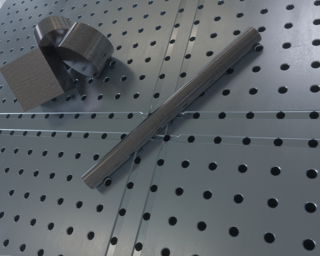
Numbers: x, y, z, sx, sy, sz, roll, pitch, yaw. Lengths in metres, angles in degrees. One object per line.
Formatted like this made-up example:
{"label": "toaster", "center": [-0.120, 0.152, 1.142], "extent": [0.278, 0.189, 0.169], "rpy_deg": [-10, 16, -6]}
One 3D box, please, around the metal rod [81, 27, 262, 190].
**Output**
{"label": "metal rod", "center": [0.016, -0.027, 0.416], "extent": [0.300, 0.025, 0.025], "rpy_deg": [-42, 51, -1]}

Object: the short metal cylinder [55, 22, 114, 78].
{"label": "short metal cylinder", "center": [-0.125, -0.129, 0.517], "extent": [0.080, 0.080, 0.050], "rpy_deg": [16, 70, 34]}

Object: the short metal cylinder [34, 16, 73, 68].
{"label": "short metal cylinder", "center": [-0.183, -0.156, 0.565], "extent": [0.080, 0.080, 0.050], "rpy_deg": [-36, 51, 5]}

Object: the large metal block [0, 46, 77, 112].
{"label": "large metal block", "center": [-0.204, -0.083, 0.522], "extent": [0.080, 0.080, 0.050], "rpy_deg": [-24, 12, 14]}
